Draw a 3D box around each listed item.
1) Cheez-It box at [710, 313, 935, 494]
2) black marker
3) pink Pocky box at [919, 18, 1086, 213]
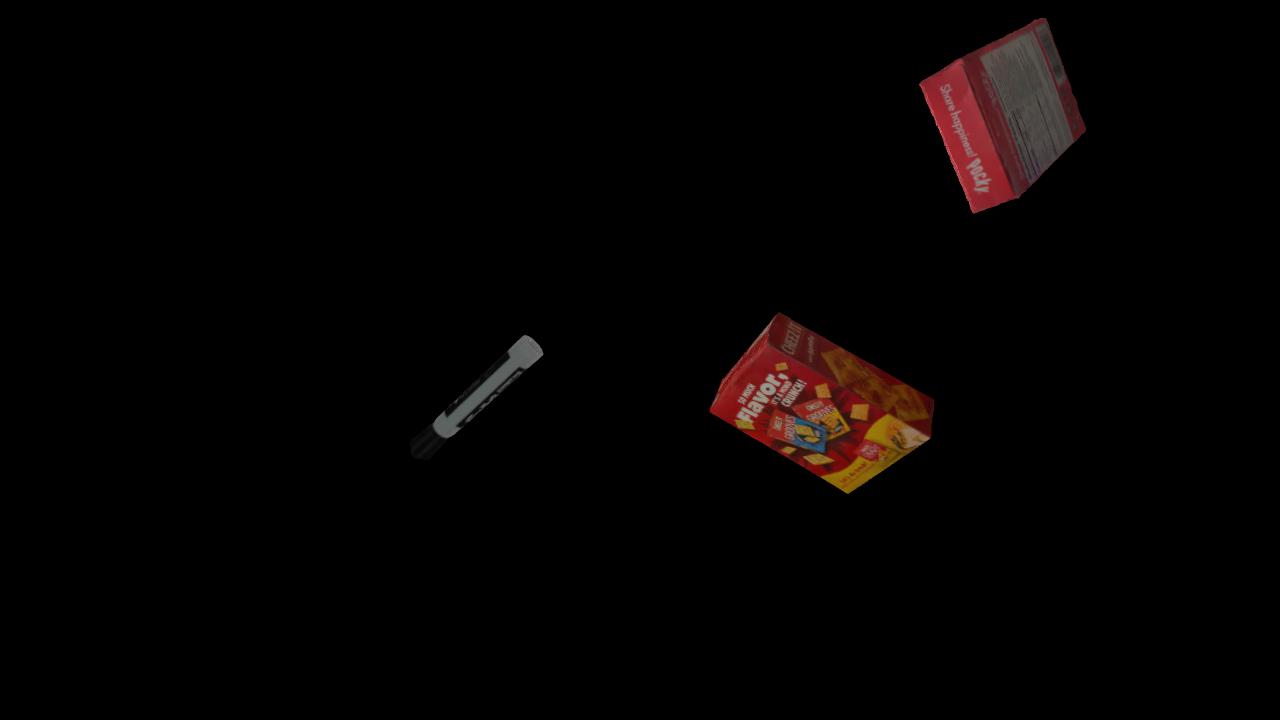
[{"bbox_3d":[0.222,0.060,0.779,0.223,0.071,0.166,29,-40,-1],"label":"Cheez-It box"},{"bbox_3d":[-0.116,0.029,0.427,0.121,0.020,0.020,-41,-10,11],"label":"black marker"},{"bbox_3d":[0.233,-0.158,0.387,0.155,0.084,0.029,-35,12,-35],"label":"pink Pocky box"}]
